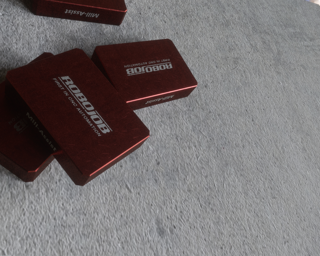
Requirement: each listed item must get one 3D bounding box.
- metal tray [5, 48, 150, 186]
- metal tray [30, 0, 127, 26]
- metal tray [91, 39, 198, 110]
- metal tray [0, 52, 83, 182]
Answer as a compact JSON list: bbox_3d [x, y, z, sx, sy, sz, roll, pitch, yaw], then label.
[{"bbox_3d":[-0.085,-0.016,0.326,0.091,0.030,0.130,-34,81,-38],"label":"metal tray"},{"bbox_3d":[-0.122,-0.202,0.458,0.131,0.030,0.090,-3,63,-30],"label":"metal tray"},{"bbox_3d":[-0.020,-0.077,0.436,0.131,0.030,0.090,-18,71,-35],"label":"metal tray"},{"bbox_3d":[-0.133,-0.017,0.339,0.090,0.030,0.130,37,51,-3],"label":"metal tray"}]
